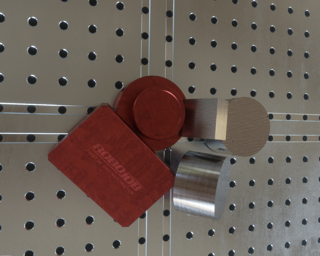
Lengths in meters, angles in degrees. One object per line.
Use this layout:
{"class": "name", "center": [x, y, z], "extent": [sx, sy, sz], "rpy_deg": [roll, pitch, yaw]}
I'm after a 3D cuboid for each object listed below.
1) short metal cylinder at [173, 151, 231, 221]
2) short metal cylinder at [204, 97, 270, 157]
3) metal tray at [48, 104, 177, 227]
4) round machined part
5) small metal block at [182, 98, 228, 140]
{"class": "short metal cylinder", "center": [0.056, 0.072, 0.394], "extent": [0.050, 0.080, 0.080], "rpy_deg": [8, 87, 23]}
{"class": "short metal cylinder", "center": [0.105, -0.002, 0.434], "extent": [0.081, 0.050, 0.079], "rpy_deg": [0, 90, -20]}
{"class": "metal tray", "center": [-0.054, 0.045, 0.374], "extent": [0.090, 0.030, 0.130], "rpy_deg": [-43, 105, 1]}
{"class": "round machined part", "center": [-0.007, -0.019, 0.397], "extent": [0.099, 0.042, 0.097], "rpy_deg": [0, 90, -20]}
{"class": "small metal block", "center": [0.057, -0.011, 0.397], "extent": [0.025, 0.050, 0.050], "rpy_deg": [8, 86, -48]}
